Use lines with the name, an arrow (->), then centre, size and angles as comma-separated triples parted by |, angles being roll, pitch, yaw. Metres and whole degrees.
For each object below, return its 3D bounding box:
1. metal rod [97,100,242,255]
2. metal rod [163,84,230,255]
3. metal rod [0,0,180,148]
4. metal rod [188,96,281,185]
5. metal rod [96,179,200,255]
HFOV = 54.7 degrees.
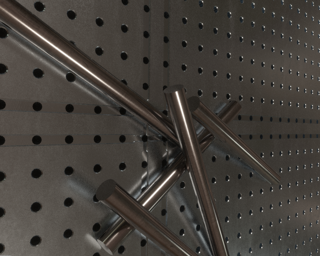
metal rod -> 0.031, 0.051, 0.437 | 0.302, 0.025, 0.025 | -43, 116, -32
metal rod -> 0.058, 0.081, 0.432 | 0.025, 0.025, 0.298 | -37, 122, -34
metal rod -> -0.063, -0.053, 0.357 | 0.301, 0.025, 0.025 | 36, 68, -35
metal rod -> 0.130, 0.034, 0.497 | 0.301, 0.025, 0.025 | 35, 68, -43
metal rod -> 0.021, 0.157, 0.406 | 0.300, 0.025, 0.025 | 51, 60, -36
